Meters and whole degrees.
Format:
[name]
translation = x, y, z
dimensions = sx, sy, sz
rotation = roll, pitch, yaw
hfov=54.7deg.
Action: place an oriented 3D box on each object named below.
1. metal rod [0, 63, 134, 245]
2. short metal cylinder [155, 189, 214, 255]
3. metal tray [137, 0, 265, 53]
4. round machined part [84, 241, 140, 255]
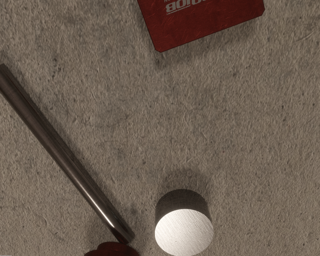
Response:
[metal rod]
translation = -0.126, 0.048, 0.425
dimensions = 0.025, 0.025, 0.299
rotation = -29, 108, 10
[short metal cylinder]
translation = 0.033, 0.136, 0.447
dimensions = 0.081, 0.050, 0.079
rotation = 0, 110, -1
[metal tray]
translation = 0.042, -0.151, 0.352
dimensions = 0.131, 0.030, 0.090
rotation = -19, 109, 6
[round machined part]
translation = -0.068, 0.207, 0.464
dimensions = 0.099, 0.042, 0.097
rotation = 6, 131, 8
